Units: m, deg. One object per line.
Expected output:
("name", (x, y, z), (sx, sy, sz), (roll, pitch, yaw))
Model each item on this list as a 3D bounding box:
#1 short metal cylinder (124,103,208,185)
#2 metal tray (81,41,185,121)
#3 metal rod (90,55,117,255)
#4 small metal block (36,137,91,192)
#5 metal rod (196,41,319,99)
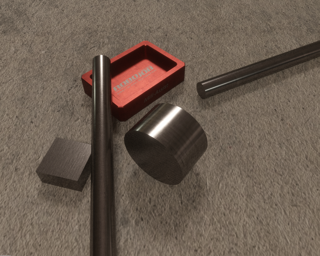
("short metal cylinder", (0.006, 0.018, 0.352), (0.080, 0.080, 0.050), (30, 56, 22))
("metal tray", (-0.037, -0.075, 0.462), (0.090, 0.030, 0.131), (37, 59, 27))
("metal rod", (-0.065, 0.033, 0.351), (0.025, 0.025, 0.299), (-5, 57, -4))
("small metal block", (-0.108, 0.042, 0.366), (0.050, 0.025, 0.050), (11, 51, 9))
("metal rod", (0.194, -0.106, 0.494), (0.302, 0.025, 0.025), (-21, 53, -17))
